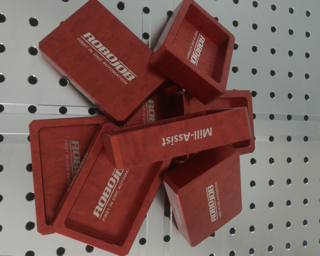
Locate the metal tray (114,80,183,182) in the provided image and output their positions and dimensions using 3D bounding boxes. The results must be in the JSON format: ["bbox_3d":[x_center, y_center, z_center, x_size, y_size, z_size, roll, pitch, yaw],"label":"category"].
[{"bbox_3d":[-0.012,0.000,0.405,0.091,0.030,0.129,-5,90,-22],"label":"metal tray"}]

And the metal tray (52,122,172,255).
[{"bbox_3d":[-0.053,0.069,0.358,0.090,0.030,0.130,28,81,-18],"label":"metal tray"}]

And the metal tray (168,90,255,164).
[{"bbox_3d":[0.074,-0.005,0.417,0.131,0.030,0.090,-5,92,-37],"label":"metal tray"}]

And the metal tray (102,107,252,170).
[{"bbox_3d":[0.012,0.007,0.314,0.131,0.090,0.030,-12,94,-15],"label":"metal tray"}]

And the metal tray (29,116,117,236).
[{"bbox_3d":[-0.103,0.053,0.372,0.091,0.030,0.129,-5,91,-21],"label":"metal tray"}]

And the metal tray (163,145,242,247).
[{"bbox_3d":[0.060,0.087,0.396,0.090,0.030,0.129,-30,133,-17],"label":"metal tray"}]

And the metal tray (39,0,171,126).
[{"bbox_3d":[-0.063,-0.077,0.369,0.130,0.030,0.090,43,76,1],"label":"metal tray"}]

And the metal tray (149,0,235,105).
[{"bbox_3d":[0.047,-0.101,0.391,0.090,0.030,0.130,35,46,-16],"label":"metal tray"}]
